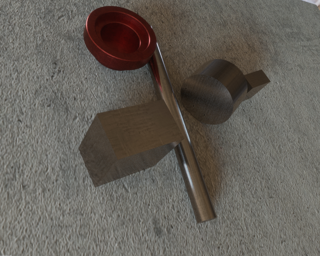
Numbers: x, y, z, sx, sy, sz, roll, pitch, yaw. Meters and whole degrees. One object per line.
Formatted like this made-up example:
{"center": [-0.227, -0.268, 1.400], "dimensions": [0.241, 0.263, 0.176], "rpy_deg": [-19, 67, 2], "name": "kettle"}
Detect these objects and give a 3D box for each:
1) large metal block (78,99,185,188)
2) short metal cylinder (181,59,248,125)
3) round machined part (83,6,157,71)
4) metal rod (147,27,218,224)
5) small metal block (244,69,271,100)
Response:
{"center": [-0.034, 0.017, 0.341], "dimensions": [0.081, 0.080, 0.050], "rpy_deg": [-16, 70, -35], "name": "large metal block"}
{"center": [0.077, -0.052, 0.444], "dimensions": [0.080, 0.080, 0.050], "rpy_deg": [44, 51, 1], "name": "short metal cylinder"}
{"center": [-0.058, -0.120, 0.434], "dimensions": [0.099, 0.042, 0.098], "rpy_deg": [12, 58, -19], "name": "round machined part"}
{"center": [0.016, -0.022, 0.427], "dimensions": [0.025, 0.025, 0.299], "rpy_deg": [-3, 63, -30], "name": "metal rod"}
{"center": [0.143, -0.067, 0.508], "dimensions": [0.050, 0.050, 0.025], "rpy_deg": [-21, 73, -36], "name": "small metal block"}
